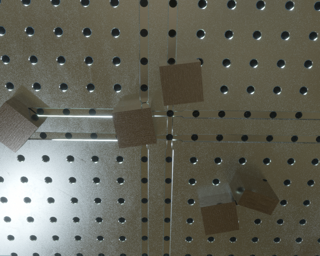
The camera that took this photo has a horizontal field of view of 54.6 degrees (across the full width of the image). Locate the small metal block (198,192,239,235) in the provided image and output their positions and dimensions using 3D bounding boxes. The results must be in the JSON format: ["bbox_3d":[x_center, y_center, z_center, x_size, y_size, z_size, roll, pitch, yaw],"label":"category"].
[{"bbox_3d":[0.087,0.127,0.461,0.050,0.025,0.050,-11,110,4],"label":"small metal block"}]

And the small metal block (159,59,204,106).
[{"bbox_3d":[0.027,-0.058,0.392,0.050,0.025,0.050,-6,110,2],"label":"small metal block"}]

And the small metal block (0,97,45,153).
[{"bbox_3d":[-0.193,-0.004,0.410,0.050,0.025,0.050,42,105,-14],"label":"small metal block"}]

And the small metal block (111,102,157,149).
[{"bbox_3d":[-0.033,-0.004,0.412,0.050,0.025,0.050,-8,110,3],"label":"small metal block"}]

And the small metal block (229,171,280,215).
[{"bbox_3d":[0.130,0.090,0.434,0.050,0.050,0.025,19,109,-7],"label":"small metal block"}]
